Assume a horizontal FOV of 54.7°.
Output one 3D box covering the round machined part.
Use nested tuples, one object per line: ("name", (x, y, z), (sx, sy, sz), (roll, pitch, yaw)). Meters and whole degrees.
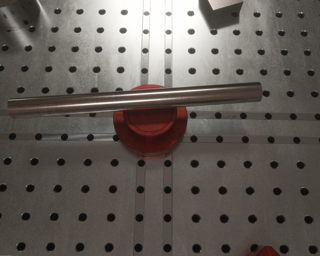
("round machined part", (-0.013, -0.015, 0.408), (0.099, 0.042, 0.098), (0, 70, -1))

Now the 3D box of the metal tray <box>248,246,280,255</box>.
("metal tray", (0.103, 0.206, 0.335), (0.130, 0.030, 0.090), (-40, 75, -14))

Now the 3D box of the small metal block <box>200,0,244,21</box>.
("small metal block", (0.095, -0.202, 0.487), (0.050, 0.025, 0.050), (-19, 71, -7))

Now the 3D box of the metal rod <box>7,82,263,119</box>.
("metal rod", (-0.028, -0.034, 0.379), (0.302, 0.025, 0.025), (-4, 70, -2))

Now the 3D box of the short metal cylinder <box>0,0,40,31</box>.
("short metal cylinder", (-0.231, -0.196, 0.467), (0.081, 0.050, 0.080), (0, 70, 0))
